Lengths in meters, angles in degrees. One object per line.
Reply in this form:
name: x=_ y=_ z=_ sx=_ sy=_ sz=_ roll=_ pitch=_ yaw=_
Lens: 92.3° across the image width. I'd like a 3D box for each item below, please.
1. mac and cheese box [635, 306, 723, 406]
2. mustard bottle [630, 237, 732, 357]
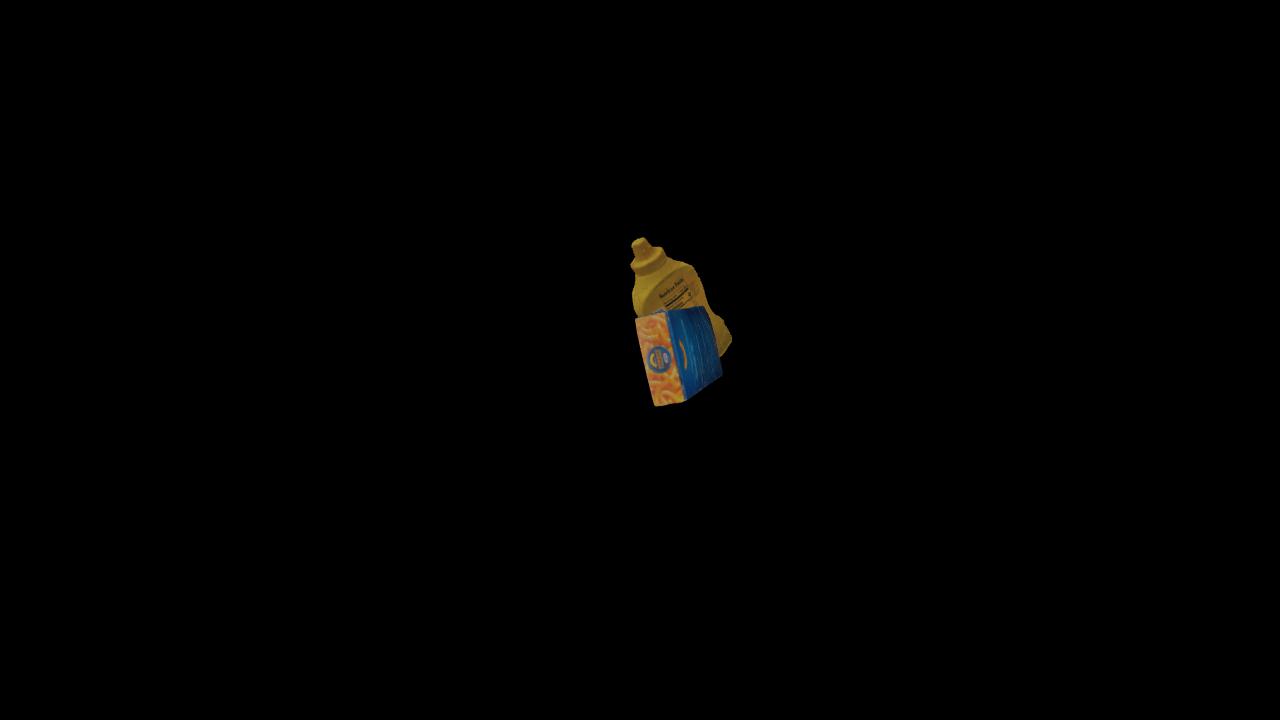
mac and cheese box: x=0.049 y=-0.011 z=0.683 sx=0.041 sy=0.093 sz=0.184 roll=-11 pitch=3 yaw=20
mustard bottle: x=0.040 y=-0.069 z=0.743 sx=0.092 sy=0.184 sz=0.054 roll=-37 pitch=30 yaw=-7
